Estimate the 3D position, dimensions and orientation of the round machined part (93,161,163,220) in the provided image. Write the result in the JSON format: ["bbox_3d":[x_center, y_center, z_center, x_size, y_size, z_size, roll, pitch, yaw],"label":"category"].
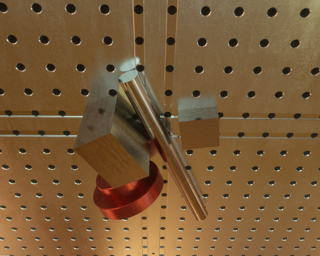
[{"bbox_3d":[-0.049,0.074,0.428,0.098,0.098,0.042,-18,118,14],"label":"round machined part"}]

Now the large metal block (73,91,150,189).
[{"bbox_3d":[-0.055,0.015,0.387,0.050,0.080,0.080,-23,127,18],"label":"large metal block"}]

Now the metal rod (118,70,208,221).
[{"bbox_3d":[0.017,0.046,0.450,0.025,0.025,0.299,-17,129,13],"label":"metal rod"}]

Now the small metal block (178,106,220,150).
[{"bbox_3d":[0.052,0.001,0.413,0.050,0.025,0.050,-6,130,4],"label":"small metal block"}]
